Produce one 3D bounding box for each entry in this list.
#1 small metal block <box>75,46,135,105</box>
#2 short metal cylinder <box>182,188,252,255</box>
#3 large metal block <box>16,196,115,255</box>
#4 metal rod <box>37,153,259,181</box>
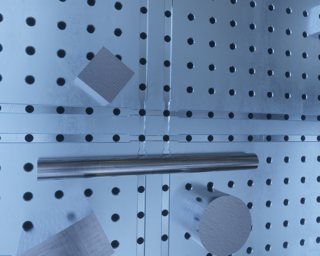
[{"bbox_3d":[-0.069,-0.065,0.388,0.050,0.025,0.050,40,77,-16],"label":"small metal block"},{"bbox_3d":[0.078,0.128,0.430,0.081,0.050,0.079,0,90,-20],"label":"short metal cylinder"},{"bbox_3d":[-0.105,0.126,0.345,0.081,0.080,0.050,-28,100,-18],"label":"large metal block"},{"bbox_3d":[-0.001,0.050,0.413,0.303,0.025,0.025,0,90,-21],"label":"metal rod"}]
